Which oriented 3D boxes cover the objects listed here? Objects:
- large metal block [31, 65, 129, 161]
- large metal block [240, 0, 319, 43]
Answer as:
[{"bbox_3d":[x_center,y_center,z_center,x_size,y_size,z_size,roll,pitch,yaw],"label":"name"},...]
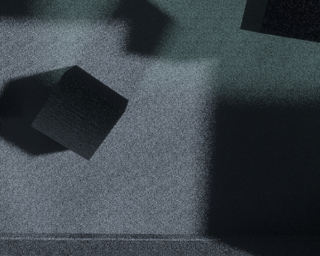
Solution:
[{"bbox_3d":[-0.098,-0.020,0.390,0.080,0.050,0.080,34,106,-12],"label":"large metal block"},{"bbox_3d":[0.142,-0.125,0.337,0.081,0.080,0.050,8,110,-3],"label":"large metal block"}]
